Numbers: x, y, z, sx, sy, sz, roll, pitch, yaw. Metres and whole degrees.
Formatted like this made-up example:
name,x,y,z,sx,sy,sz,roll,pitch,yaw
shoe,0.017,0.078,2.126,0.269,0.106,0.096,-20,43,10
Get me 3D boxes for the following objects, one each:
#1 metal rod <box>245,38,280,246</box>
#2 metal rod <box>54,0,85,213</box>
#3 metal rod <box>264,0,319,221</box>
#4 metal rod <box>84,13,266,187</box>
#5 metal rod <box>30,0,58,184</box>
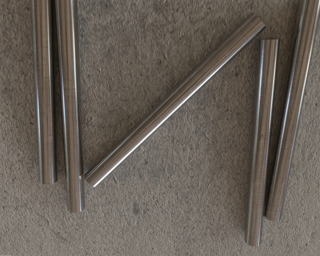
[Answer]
name,x,y,z,sx,sy,sz,roll,pitch,yaw
metal rod,0.136,0.033,0.422,0.025,0.025,0.298,-2,110,1
metal rod,-0.114,-0.024,0.399,0.025,0.025,0.298,3,110,-1
metal rod,0.170,-0.009,0.407,0.025,0.025,0.298,1,110,-1
metal rod,0.010,-0.027,0.399,0.299,0.025,0.025,-43,105,14
metal rod,-0.143,-0.067,0.383,0.025,0.025,0.298,5,110,-2
